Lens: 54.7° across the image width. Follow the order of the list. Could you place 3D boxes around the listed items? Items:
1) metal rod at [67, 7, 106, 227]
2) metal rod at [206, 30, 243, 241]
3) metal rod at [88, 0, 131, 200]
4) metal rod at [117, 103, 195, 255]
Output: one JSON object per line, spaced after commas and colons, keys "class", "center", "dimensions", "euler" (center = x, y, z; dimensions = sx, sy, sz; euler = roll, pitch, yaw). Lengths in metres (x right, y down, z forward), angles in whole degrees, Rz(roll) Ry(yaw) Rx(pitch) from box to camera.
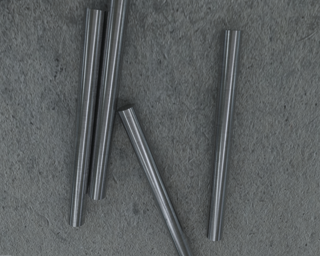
{"class": "metal rod", "center": [-0.099, 0.001, 0.408], "dimensions": [0.025, 0.025, 0.298], "euler": [9, 110, -4]}
{"class": "metal rod", "center": [0.084, 0.024, 0.418], "dimensions": [0.025, 0.025, 0.298], "euler": [0, 110, 0]}
{"class": "metal rod", "center": [-0.065, -0.042, 0.393], "dimensions": [0.025, 0.025, 0.298], "euler": [9, 110, -4]}
{"class": "metal rod", "center": [0.006, 0.105, 0.448], "dimensions": [0.025, 0.025, 0.298], "euler": [-18, 109, 6]}
